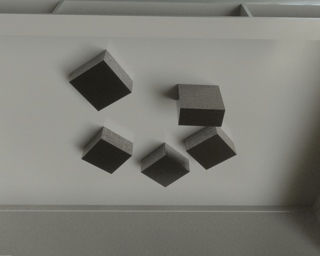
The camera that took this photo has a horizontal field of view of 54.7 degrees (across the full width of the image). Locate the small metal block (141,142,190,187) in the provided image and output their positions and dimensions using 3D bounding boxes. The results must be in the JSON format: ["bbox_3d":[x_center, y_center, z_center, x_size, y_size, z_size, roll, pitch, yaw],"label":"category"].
[{"bbox_3d":[0.008,0.056,0.457,0.050,0.025,0.050,37,121,-28],"label":"small metal block"}]

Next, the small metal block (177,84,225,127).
[{"bbox_3d":[0.047,-0.028,0.370,0.050,0.050,0.025,2,130,-2],"label":"small metal block"}]

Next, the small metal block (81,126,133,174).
[{"bbox_3d":[-0.074,0.032,0.436,0.050,0.025,0.050,32,123,-25],"label":"small metal block"}]

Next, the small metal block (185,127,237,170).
[{"bbox_3d":[0.070,0.026,0.432,0.050,0.025,0.050,-32,124,24],"label":"small metal block"}]

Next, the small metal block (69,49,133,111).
[{"bbox_3d":[-0.067,-0.054,0.362,0.050,0.025,0.050,-27,126,20],"label":"small metal block"}]
